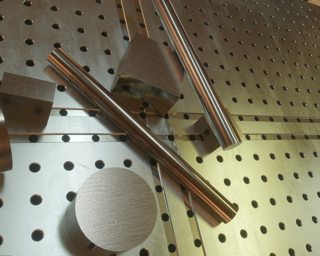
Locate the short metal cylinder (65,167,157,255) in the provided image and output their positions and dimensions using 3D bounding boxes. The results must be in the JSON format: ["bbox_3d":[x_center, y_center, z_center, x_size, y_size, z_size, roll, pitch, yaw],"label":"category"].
[{"bbox_3d":[-0.050,0.086,0.313,0.081,0.050,0.080,14,56,-21],"label":"short metal cylinder"}]

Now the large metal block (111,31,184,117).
[{"bbox_3d":[-0.014,-0.074,0.429,0.080,0.050,0.080,22,54,-15],"label":"large metal block"}]

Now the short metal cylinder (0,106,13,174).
[{"bbox_3d":[-0.170,0.007,0.277,0.050,0.080,0.080,-15,70,-34],"label":"short metal cylinder"}]

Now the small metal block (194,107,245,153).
[{"bbox_3d":[0.087,0.002,0.453,0.050,0.025,0.050,-18,71,-35],"label":"small metal block"}]

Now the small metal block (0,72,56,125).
[{"bbox_3d":[-0.143,-0.030,0.333,0.050,0.050,0.025,11,57,-23],"label":"small metal block"}]

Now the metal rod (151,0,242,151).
[{"bbox_3d":[0.035,-0.108,0.427,0.025,0.025,0.299,-10,67,-32],"label":"metal rod"}]

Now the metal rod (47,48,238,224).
[{"bbox_3d":[-0.022,0.009,0.390,0.300,0.025,0.025,42,51,1],"label":"metal rod"}]
